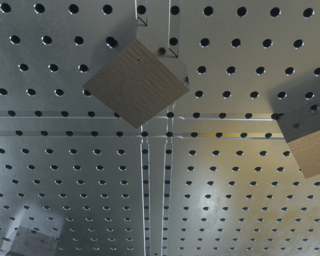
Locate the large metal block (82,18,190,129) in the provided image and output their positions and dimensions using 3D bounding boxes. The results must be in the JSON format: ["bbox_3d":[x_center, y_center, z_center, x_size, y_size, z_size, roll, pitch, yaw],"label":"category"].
[{"bbox_3d":[-0.025,-0.058,0.346,0.080,0.050,0.080,-35,122,26],"label":"large metal block"}]

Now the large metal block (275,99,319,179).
[{"bbox_3d":[0.211,0.012,0.407,0.080,0.050,0.080,-26,126,20],"label":"large metal block"}]

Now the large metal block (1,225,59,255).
[{"bbox_3d":[-0.257,0.241,0.598,0.080,0.050,0.080,32,123,-24],"label":"large metal block"}]
